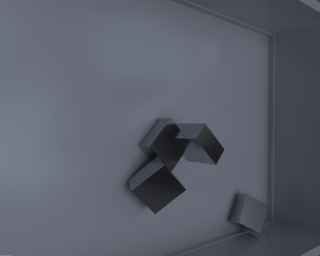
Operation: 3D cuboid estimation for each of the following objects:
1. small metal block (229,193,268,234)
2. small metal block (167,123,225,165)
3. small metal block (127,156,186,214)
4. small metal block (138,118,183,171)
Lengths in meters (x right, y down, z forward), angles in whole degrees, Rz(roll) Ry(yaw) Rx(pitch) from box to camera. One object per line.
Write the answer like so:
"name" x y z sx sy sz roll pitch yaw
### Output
"small metal block" 0.151 0.145 0.528 0.050 0.025 0.050 30 68 -21
"small metal block" 0.046 0.020 0.399 0.050 0.050 0.025 49 61 -29
"small metal block" -0.004 0.072 0.391 0.050 0.025 0.050 -38 118 0
"small metal block" 0.007 0.022 0.414 0.050 0.025 0.050 51 60 -28
